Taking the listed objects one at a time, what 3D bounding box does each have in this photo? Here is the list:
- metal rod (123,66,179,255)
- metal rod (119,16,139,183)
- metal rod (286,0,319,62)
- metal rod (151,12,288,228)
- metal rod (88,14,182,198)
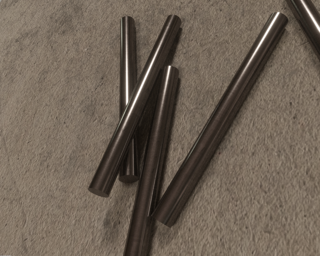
[{"bbox_3d":[-0.010,0.050,0.377,0.025,0.025,0.299,-3,60,26],"label":"metal rod"},{"bbox_3d":[-0.048,-0.062,0.465,0.025,0.025,0.299,-17,55,18],"label":"metal rod"},{"bbox_3d":[0.196,-0.071,0.344,0.025,0.025,0.299,-19,54,17],"label":"metal rod"},{"bbox_3d":[0.079,-0.020,0.374,0.025,0.025,0.300,23,73,36],"label":"metal rod"},{"bbox_3d":[-0.024,-0.049,0.423,0.025,0.025,0.300,3,56,29],"label":"metal rod"}]
